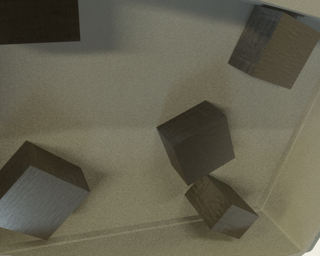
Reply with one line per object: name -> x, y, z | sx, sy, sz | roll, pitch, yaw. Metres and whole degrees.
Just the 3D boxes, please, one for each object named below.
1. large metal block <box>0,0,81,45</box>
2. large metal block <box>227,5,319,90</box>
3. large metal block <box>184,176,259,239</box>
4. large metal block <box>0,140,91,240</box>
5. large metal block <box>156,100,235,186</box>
large metal block -> -0.114, -0.103, 0.247 | 0.081, 0.080, 0.050 | -10, 123, -23
large metal block -> 0.150, -0.105, 0.410 | 0.081, 0.050, 0.079 | 10, 113, -33
large metal block -> 0.100, 0.126, 0.506 | 0.080, 0.080, 0.050 | 30, 102, -38
large metal block -> -0.143, 0.074, 0.360 | 0.080, 0.050, 0.080 | -48, 129, 5
large metal block -> 0.052, 0.021, 0.433 | 0.080, 0.050, 0.080 | -29, 128, -10
